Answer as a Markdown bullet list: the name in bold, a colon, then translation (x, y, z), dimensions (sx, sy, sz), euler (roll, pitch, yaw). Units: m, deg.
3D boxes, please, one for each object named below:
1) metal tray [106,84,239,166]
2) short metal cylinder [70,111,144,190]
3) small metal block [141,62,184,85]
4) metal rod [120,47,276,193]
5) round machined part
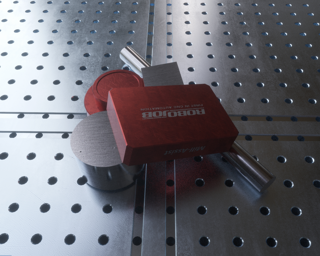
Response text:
- **metal tray**: translation (0.013, -0.009, 0.357), dimensions (0.131, 0.030, 0.090), euler (-6, 49, -22)
- **short metal cylinder**: translation (-0.059, 0.025, 0.364), dimensions (0.081, 0.050, 0.080), euler (0, 50, 0)
- **small metal block**: translation (0.004, -0.061, 0.423), dimensions (0.050, 0.025, 0.050), euler (-11, 53, -3)
- **metal rod**: translation (0.034, -0.029, 0.427), dimensions (0.025, 0.025, 0.300), euler (-29, 56, -22)
- **round machined part**: translation (-0.055, -0.044, 0.426), dimensions (0.099, 0.042, 0.098), euler (-1, 50, 1)
